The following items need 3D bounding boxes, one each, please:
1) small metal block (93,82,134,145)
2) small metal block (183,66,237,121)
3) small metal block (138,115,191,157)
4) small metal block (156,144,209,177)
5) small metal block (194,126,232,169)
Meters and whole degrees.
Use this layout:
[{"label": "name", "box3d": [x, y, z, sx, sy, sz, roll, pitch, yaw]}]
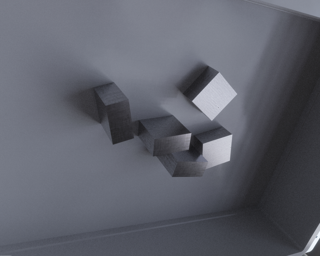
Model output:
[{"label": "small metal block", "box3d": [-0.053, -0.017, 0.353, 0.025, 0.050, 0.050, -17, 125, -19]}, {"label": "small metal block", "box3d": [0.068, -0.046, 0.417, 0.050, 0.025, 0.050, -47, 129, 5]}, {"label": "small metal block", "box3d": [0.005, 0.009, 0.400, 0.050, 0.050, 0.025, -9, 122, -24]}, {"label": "small metal block", "box3d": [0.031, 0.044, 0.436, 0.050, 0.050, 0.025, 5, 116, -31]}, {"label": "small metal block", "box3d": [0.080, 0.031, 0.471, 0.050, 0.025, 0.050, -16, 125, -19]}]
